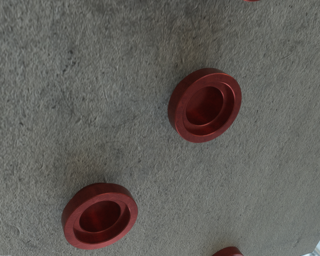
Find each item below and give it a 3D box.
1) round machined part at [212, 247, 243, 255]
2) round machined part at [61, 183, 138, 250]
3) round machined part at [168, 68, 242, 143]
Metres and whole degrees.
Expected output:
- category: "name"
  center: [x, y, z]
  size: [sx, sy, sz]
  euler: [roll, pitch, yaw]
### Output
- category: "round machined part"
  center: [0.142, 0.305, 0.662]
  size: [0.099, 0.042, 0.097]
  euler: [-14, 124, -21]
- category: "round machined part"
  center: [-0.083, 0.114, 0.420]
  size: [0.099, 0.042, 0.097]
  euler: [-14, 124, -21]
- category: "round machined part"
  center: [0.054, -0.032, 0.405]
  size: [0.099, 0.042, 0.097]
  euler: [-14, 124, -21]
